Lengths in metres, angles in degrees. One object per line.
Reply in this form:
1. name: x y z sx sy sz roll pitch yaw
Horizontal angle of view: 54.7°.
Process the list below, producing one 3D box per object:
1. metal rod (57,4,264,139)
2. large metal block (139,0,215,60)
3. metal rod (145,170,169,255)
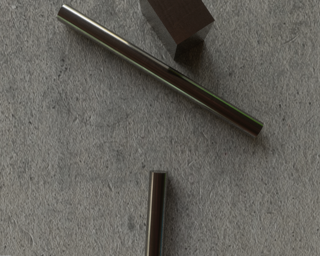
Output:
1. metal rod: 0.001 -0.074 0.409 0.301 0.025 0.025 31 90 -1
2. large metal block: 0.018 -0.139 0.383 0.050 0.080 0.080 -34 90 0
3. metal rod: -0.010 0.206 0.410 0.025 0.025 0.298 3 90 -1
